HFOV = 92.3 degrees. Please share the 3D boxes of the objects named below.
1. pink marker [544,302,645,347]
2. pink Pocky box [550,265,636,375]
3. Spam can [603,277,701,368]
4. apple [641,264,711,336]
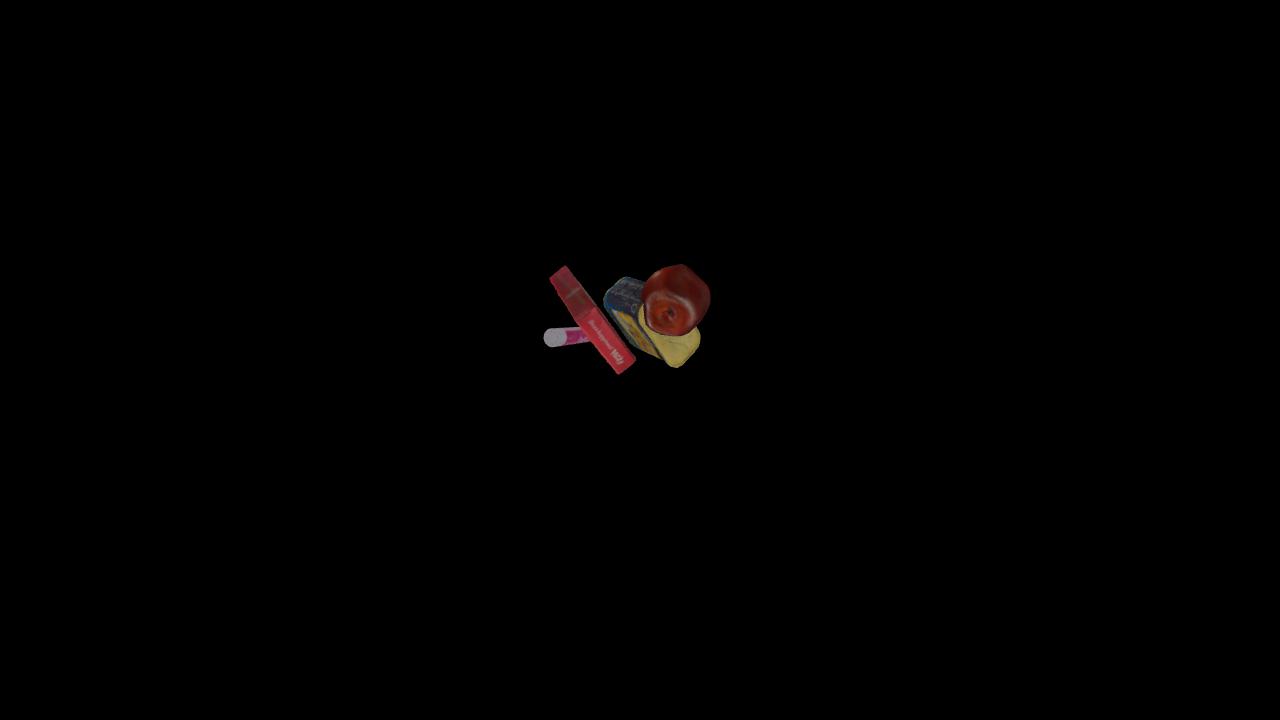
[{"bbox_3d":[-0.065,-0.027,0.659,0.020,0.020,0.121,0,5,21],"label":"pink marker"},{"bbox_3d":[-0.058,-0.050,0.713,0.029,0.084,0.155,-37,32,0],"label":"pink Pocky box"},{"bbox_3d":[0.013,-0.048,0.744,0.085,0.058,0.101,25,-24,52],"label":"Spam can"},{"bbox_3d":[0.041,-0.070,0.701,0.079,0.079,0.093,0,31,13],"label":"apple"}]
